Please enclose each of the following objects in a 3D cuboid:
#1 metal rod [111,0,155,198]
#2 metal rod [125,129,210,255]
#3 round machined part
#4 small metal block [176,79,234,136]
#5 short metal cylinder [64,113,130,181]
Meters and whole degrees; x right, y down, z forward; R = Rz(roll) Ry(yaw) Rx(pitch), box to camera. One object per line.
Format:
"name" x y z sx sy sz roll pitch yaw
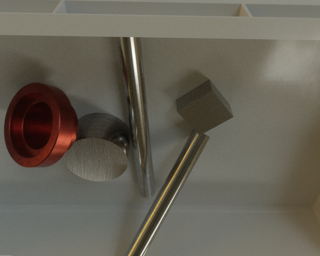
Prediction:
"metal rod" -0.028 -0.012 0.398 0.025 0.025 0.298 -3 130 1
"metal rod" -0.014 0.138 0.430 0.025 0.025 0.299 26 95 -21
"round machined part" -0.137 -0.002 0.370 0.098 0.098 0.042 -33 159 24
"small metal block" 0.056 -0.025 0.389 0.050 0.025 0.050 -31 124 23
"short metal cylinder" -0.081 0.026 0.414 0.081 0.050 0.079 0 130 0
